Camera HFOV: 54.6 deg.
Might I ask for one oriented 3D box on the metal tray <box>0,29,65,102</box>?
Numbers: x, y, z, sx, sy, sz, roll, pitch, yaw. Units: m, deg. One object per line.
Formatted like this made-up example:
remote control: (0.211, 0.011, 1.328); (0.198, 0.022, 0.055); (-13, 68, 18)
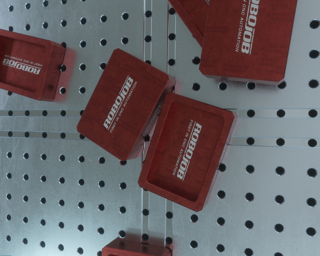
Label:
metal tray: (-0.220, -0.101, 0.488); (0.130, 0.030, 0.090); (17, 96, 19)

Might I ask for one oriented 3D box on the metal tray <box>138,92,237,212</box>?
metal tray: (0.034, 0.029, 0.398); (0.090, 0.030, 0.129); (20, 97, 19)

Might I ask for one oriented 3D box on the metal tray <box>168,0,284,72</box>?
metal tray: (0.077, -0.144, 0.382); (0.090, 0.030, 0.130); (-36, 79, 16)

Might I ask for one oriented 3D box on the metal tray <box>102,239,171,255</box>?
metal tray: (-0.034, 0.227, 0.422); (0.090, 0.030, 0.129); (3, 91, 20)

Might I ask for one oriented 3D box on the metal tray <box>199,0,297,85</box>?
metal tray: (0.099, -0.118, 0.343); (0.090, 0.030, 0.129); (10, 93, 19)

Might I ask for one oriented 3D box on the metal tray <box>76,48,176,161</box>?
metal tray: (-0.048, -0.031, 0.428); (0.090, 0.030, 0.129); (31, 100, 17)
